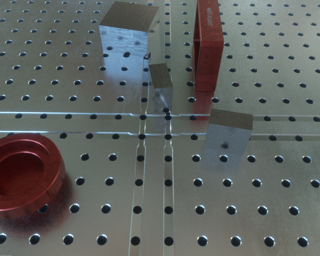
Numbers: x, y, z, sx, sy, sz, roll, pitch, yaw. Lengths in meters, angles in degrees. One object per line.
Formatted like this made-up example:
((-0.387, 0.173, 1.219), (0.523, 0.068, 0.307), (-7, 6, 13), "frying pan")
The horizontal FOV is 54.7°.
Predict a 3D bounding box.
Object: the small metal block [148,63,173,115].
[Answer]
((0.000, -0.055, 0.438), (0.025, 0.050, 0.050), (-8, 51, -7), "small metal block")

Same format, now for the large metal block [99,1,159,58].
((-0.050, -0.171, 0.535), (0.080, 0.050, 0.080), (11, 51, 8), "large metal block")

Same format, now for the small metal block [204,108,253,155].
((0.085, 0.005, 0.388), (0.050, 0.050, 0.025), (9, 51, 7), "small metal block")

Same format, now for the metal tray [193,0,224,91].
((0.071, -0.130, 0.475), (0.030, 0.089, 0.130), (2, 50, 1), "metal tray")

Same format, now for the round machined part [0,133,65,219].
((-0.156, 0.056, 0.347), (0.099, 0.042, 0.098), (0, 50, 0), "round machined part")
